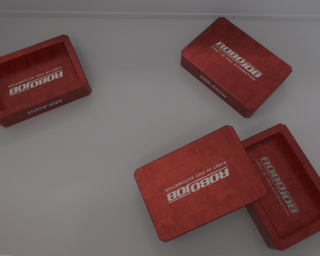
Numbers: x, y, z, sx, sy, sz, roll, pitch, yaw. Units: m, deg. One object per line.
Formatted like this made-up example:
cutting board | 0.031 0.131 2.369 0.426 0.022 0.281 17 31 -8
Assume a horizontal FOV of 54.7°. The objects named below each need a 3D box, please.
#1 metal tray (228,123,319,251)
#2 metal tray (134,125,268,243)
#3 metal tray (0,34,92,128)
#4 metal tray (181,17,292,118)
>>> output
metal tray | 0.145 0.070 0.382 0.091 0.030 0.130 -24 72 -9
metal tray | 0.045 0.065 0.364 0.130 0.030 0.090 -27 70 6
metal tray | -0.173 -0.067 0.429 0.131 0.030 0.090 -23 72 -8
metal tray | 0.105 -0.088 0.440 0.130 0.030 0.090 42 75 14
